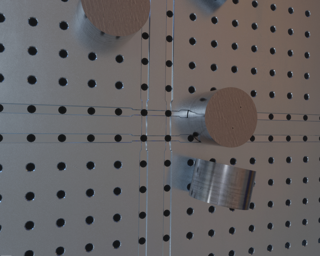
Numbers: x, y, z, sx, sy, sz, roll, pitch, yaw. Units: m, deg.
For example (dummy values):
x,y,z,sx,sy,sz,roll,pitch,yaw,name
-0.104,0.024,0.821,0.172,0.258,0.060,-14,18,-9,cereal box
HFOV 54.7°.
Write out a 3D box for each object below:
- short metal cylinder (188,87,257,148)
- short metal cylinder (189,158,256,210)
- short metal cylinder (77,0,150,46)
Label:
x,y,z,sx,sy,sz,roll,pitch,yaw,name
0.086,-0.014,0.431,0.081,0.050,0.079,0,90,-20,short metal cylinder
0.083,0.074,0.414,0.081,0.080,0.050,14,86,-20,short metal cylinder
-0.058,-0.145,0.378,0.081,0.050,0.079,0,90,-20,short metal cylinder
